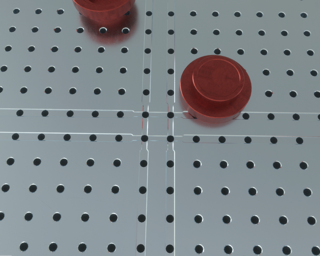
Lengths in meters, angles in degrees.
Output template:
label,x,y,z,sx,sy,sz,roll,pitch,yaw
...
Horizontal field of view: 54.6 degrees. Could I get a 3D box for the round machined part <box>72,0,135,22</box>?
label,x,y,z,sx,sy,sz,roll,pitch,yaw
round machined part,-0.085,-0.204,0.477,0.099,0.042,0.098,0,70,0

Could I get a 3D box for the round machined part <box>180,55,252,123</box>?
label,x,y,z,sx,sy,sz,roll,pitch,yaw
round machined part,0.077,-0.059,0.425,0.099,0.042,0.098,0,70,0
